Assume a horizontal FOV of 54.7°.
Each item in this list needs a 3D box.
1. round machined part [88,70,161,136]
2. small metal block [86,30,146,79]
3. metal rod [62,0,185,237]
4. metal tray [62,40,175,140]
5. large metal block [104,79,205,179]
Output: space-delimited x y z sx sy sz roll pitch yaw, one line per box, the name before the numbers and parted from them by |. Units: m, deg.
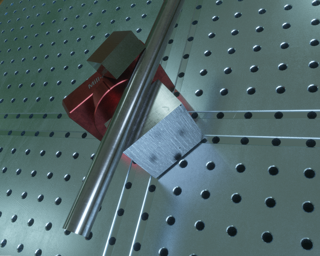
round machined part | -0.038 -0.022 0.398 0.098 0.098 0.042 -41 51 0
small metal block | -0.052 -0.086 0.362 0.050 0.025 0.050 -50 33 -10
metal rod | -0.029 -0.034 0.340 0.025 0.025 0.300 7 65 31
metal tray | -0.052 -0.045 0.419 0.130 0.090 0.030 -40 51 1
large metal block | -0.004 0.004 0.368 0.080 0.080 0.050 -40 51 1
